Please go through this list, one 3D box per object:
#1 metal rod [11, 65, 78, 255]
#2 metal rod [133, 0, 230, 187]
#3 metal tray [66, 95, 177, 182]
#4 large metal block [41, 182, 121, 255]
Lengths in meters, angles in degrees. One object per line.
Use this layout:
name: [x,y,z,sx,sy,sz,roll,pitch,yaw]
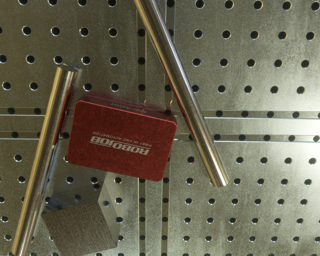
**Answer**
metal rod: [-0.166,0.057,0.432,0.025,0.025,0.298,19,109,-7]
metal rod: [0.028,-0.051,0.395,0.025,0.025,0.299,-22,109,7]
metal tray: [-0.051,0.015,0.416,0.131,0.030,0.089,13,110,-5]
large metal block: [-0.110,0.133,0.448,0.080,0.050,0.080,-15,110,5]
